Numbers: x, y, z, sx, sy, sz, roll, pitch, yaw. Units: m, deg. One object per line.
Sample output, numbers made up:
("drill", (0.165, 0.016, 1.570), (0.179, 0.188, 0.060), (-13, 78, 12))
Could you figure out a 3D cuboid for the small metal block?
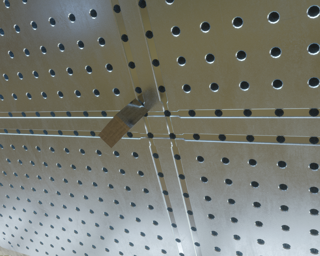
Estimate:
("small metal block", (-0.049, -0.007, 0.417), (0.025, 0.050, 0.050), (45, 129, -3))
